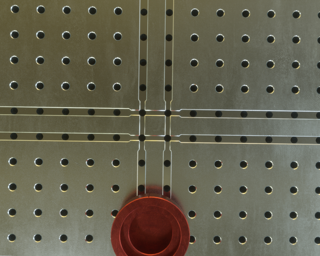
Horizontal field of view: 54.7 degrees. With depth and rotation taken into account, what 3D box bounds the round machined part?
[{"bbox_3d":[-0.012,0.134,0.405,0.099,0.042,0.097,0,90,-1],"label":"round machined part"}]
